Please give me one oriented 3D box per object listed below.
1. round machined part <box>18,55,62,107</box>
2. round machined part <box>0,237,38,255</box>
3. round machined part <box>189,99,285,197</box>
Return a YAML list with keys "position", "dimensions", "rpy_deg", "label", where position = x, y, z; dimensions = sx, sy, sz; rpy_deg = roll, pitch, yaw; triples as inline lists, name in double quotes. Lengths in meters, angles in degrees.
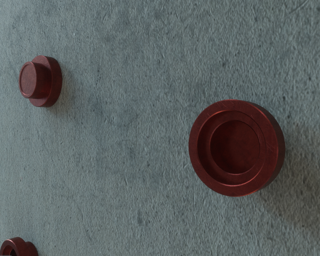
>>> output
- position: [-0.231, -0.089, 0.585]
  dimensions: [0.098, 0.042, 0.097]
  rpy_deg: [0, 90, 40]
  label: "round machined part"
- position: [-0.282, 0.270, 0.627]
  dimensions: [0.098, 0.042, 0.097]
  rpy_deg: [0, 90, 40]
  label: "round machined part"
- position: [0.082, 0.020, 0.326]
  dimensions: [0.098, 0.042, 0.097]
  rpy_deg: [0, 90, 40]
  label: "round machined part"
